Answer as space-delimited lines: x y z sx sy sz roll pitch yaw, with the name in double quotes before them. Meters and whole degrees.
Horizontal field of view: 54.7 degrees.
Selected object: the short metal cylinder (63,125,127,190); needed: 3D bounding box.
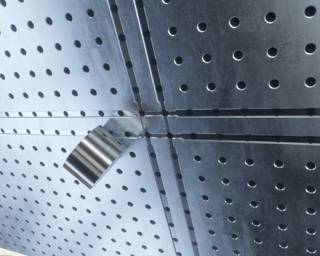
"short metal cylinder" -0.093 0.042 0.449 0.050 0.080 0.080 40 129 1
